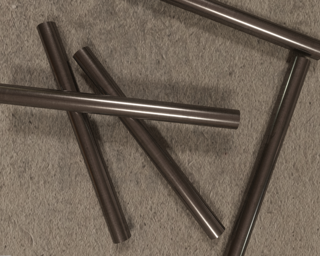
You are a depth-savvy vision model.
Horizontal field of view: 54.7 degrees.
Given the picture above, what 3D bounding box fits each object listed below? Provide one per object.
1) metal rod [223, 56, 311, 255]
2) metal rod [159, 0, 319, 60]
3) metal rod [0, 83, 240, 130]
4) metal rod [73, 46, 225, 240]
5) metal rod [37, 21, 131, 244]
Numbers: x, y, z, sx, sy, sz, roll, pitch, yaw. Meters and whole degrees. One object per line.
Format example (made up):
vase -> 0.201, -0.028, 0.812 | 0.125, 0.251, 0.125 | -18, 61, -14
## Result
metal rod -> 0.139, 0.051, 0.411 | 0.025, 0.025, 0.298 | 19, 90, -1
metal rod -> 0.074, -0.155, 0.410 | 0.301, 0.025, 0.025 | 21, 90, -1
metal rod -> -0.054, -0.027, 0.383 | 0.302, 0.025, 0.025 | 6, 90, -1
metal rod -> -0.014, 0.020, 0.409 | 0.025, 0.025, 0.299 | -37, 90, 0
metal rod -> -0.100, 0.006, 0.408 | 0.025, 0.025, 0.298 | -20, 90, 0
